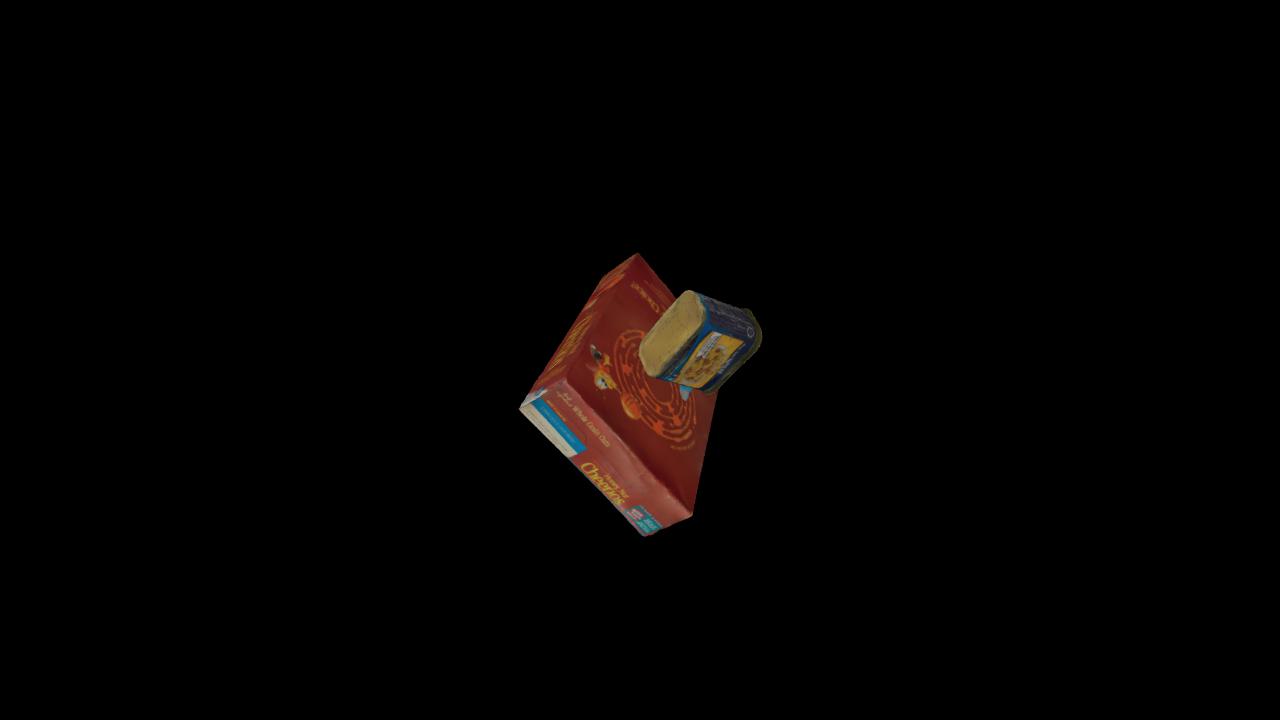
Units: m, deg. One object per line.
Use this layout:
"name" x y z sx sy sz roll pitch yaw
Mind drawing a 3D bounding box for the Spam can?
"Spam can" 0.061 -0.017 0.640 0.085 0.058 0.101 15 -51 -37

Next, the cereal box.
"cereal box" -0.001 0.025 0.734 0.081 0.203 0.306 -31 21 31

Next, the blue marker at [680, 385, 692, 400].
"blue marker" 0.037 0.063 0.716 0.020 0.121 0.020 26 -12 6
